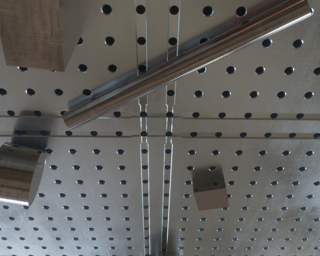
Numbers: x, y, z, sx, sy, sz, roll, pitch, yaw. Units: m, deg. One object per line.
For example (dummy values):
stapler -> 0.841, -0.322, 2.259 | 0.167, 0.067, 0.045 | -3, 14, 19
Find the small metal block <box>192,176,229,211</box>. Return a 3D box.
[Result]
small metal block -> 0.083, 0.107, 0.503 | 0.050, 0.025, 0.050 | -11, 130, 8

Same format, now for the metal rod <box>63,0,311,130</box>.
metal rod -> 0.014, -0.066, 0.355 | 0.300, 0.025, 0.025 | -23, 127, 18

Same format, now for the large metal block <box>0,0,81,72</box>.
large metal block -> -0.106, -0.109, 0.282 | 0.050, 0.080, 0.079 | 6, 130, -5

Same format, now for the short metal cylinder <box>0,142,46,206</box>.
short metal cylinder -> -0.195, 0.063, 0.427 | 0.050, 0.080, 0.079 | 13, 129, -11

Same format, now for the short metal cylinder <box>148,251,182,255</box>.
short metal cylinder -> 0.011, 0.303, 0.654 | 0.081, 0.050, 0.079 | 0, 130, 0
